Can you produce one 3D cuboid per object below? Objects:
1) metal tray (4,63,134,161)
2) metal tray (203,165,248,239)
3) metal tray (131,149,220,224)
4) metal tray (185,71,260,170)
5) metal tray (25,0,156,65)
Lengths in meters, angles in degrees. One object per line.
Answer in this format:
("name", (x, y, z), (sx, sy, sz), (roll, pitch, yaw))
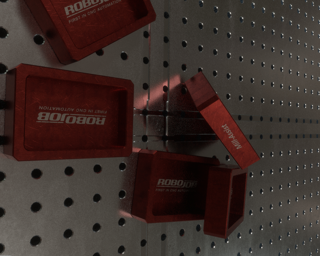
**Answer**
("metal tray", (-0.090, -0.013, 0.331), (0.131, 0.030, 0.089), (2, 89, -40))
("metal tray", (0.101, 0.101, 0.458), (0.130, 0.030, 0.089), (12, 83, -64))
("metal tray", (0.027, 0.081, 0.430), (0.131, 0.030, 0.090), (11, 83, -40))
("metal tray", (0.089, -0.011, 0.446), (0.030, 0.090, 0.130), (-34, 120, 12))
("metal tray", (-0.072, -0.139, 0.346), (0.131, 0.030, 0.090), (-40, 115, -33))
